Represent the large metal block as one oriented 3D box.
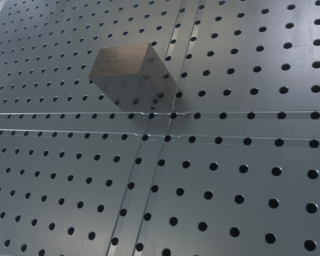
[{"bbox_3d":[-0.038,-0.070,0.437,0.080,0.080,0.050,1,62,28],"label":"large metal block"}]
